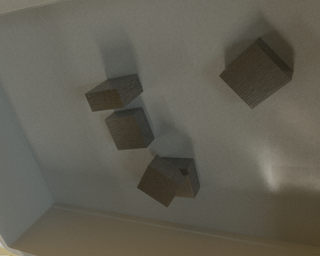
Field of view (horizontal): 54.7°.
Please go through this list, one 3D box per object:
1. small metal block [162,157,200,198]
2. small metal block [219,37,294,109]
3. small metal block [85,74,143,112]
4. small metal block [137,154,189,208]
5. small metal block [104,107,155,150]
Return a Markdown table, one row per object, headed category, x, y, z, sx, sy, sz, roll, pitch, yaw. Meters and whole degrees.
| category | x | y | z | sx | sy | sz | roll | pitch | yaw |
| --- | --- | --- | --- | --- | --- | --- | --- | --- | --- |
| small metal block | 0.025 | 0.070 | 0.439 | 0.050 | 0.025 | 0.050 | -1 | 118 | 28 |
| small metal block | 0.099 | -0.056 | 0.321 | 0.050 | 0.025 | 0.050 | 45 | 129 | -3 |
| small metal block | -0.058 | -0.045 | 0.395 | 0.050 | 0.050 | 0.025 | -5 | 116 | 30 |
| small metal block | 0.003 | 0.072 | 0.420 | 0.050 | 0.025 | 0.050 | 32 | 129 | 7 |
| small metal block | -0.042 | 0.002 | 0.432 | 0.050 | 0.025 | 0.050 | -7 | 115 | 31 |
